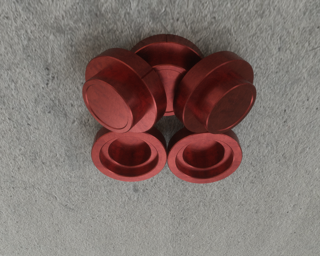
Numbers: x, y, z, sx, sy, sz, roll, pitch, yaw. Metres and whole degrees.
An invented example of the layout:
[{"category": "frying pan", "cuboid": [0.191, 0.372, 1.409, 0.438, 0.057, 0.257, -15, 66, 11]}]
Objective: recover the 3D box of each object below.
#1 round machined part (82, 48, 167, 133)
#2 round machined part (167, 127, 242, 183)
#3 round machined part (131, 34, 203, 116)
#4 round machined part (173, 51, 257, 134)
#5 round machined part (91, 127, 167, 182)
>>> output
[{"category": "round machined part", "cuboid": [-0.045, -0.033, 0.337, 0.098, 0.042, 0.097, 24, 139, 23]}, {"category": "round machined part", "cuboid": [0.059, 0.029, 0.423, 0.099, 0.042, 0.097, -1, 130, 0]}, {"category": "round machined part", "cuboid": [0.006, -0.052, 0.352, 0.099, 0.042, 0.097, -1, 130, 0]}, {"category": "round machined part", "cuboid": [0.067, -0.032, 0.343, 0.099, 0.042, 0.097, -24, 141, -21]}, {"category": "round machined part", "cuboid": [-0.040, 0.025, 0.418, 0.099, 0.042, 0.097, -1, 130, 0]}]
